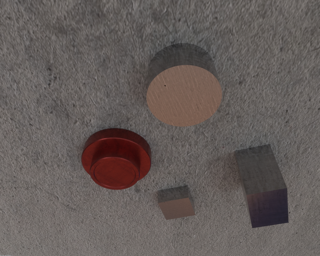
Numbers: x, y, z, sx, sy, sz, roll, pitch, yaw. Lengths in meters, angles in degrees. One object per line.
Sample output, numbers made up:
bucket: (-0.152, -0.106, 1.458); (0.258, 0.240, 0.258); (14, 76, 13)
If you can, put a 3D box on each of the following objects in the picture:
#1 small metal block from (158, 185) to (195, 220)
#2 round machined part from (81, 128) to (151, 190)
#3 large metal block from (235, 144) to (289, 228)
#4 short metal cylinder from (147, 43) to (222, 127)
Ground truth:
small metal block: (0.028, 0.124, 0.513); (0.050, 0.025, 0.050); (-13, 129, 10)
round machined part: (-0.062, 0.050, 0.438); (0.099, 0.042, 0.097); (0, 130, 0)
large metal block: (0.145, 0.083, 0.443); (0.050, 0.080, 0.080); (-13, 129, 10)
short metal cylinder: (0.026, -0.048, 0.350); (0.081, 0.050, 0.079); (0, 130, 0)
